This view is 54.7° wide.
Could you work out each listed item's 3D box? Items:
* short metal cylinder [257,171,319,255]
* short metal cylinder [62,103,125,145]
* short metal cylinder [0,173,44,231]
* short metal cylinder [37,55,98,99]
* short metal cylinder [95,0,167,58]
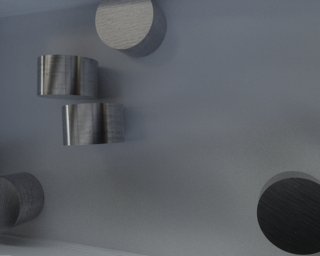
[{"bbox_3d":[0.151,0.091,0.344,0.080,0.050,0.080,0,90,20],"label":"short metal cylinder"},{"bbox_3d":[-0.088,-0.004,0.412,0.080,0.080,0.050,-3,89,20],"label":"short metal cylinder"},{"bbox_3d":[-0.229,0.111,0.478,0.080,0.050,0.080,0,90,20],"label":"short metal cylinder"},{"bbox_3d":[-0.126,-0.067,0.426,0.080,0.080,0.050,1,91,20],"label":"short metal cylinder"},{"bbox_3d":[-0.037,-0.138,0.410,0.080,0.050,0.080,0,90,20],"label":"short metal cylinder"}]
